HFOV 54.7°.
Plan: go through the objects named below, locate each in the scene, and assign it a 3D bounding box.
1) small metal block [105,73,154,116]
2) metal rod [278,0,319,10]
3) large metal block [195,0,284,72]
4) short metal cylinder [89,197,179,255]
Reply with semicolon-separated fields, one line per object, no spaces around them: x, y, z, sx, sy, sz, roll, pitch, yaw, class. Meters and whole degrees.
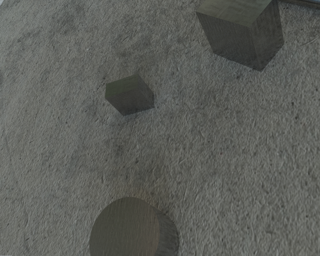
-0.042;-0.045;0.438;0.050;0.050;0.025;-14;56;20;small metal block
0.163;-0.194;0.437;0.300;0.025;0.025;34;81;38;metal rod
0.103;-0.127;0.392;0.080;0.080;0.050;34;81;38;large metal block
-0.026;0.120;0.328;0.080;0.050;0.080;-13;56;21;short metal cylinder
